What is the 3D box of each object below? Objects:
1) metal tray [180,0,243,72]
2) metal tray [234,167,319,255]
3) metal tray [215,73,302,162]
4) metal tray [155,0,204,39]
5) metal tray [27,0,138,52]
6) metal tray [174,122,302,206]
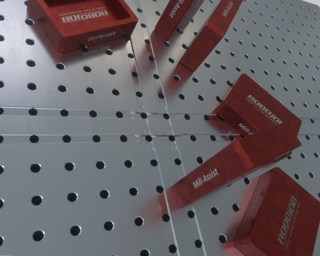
[{"bbox_3d":[0.085,-0.162,0.510,0.030,0.090,0.130,34,51,-6],"label":"metal tray"},{"bbox_3d":[0.162,0.127,0.414,0.090,0.030,0.131,40,51,-1],"label":"metal tray"},{"bbox_3d":[0.162,-0.019,0.502,0.130,0.030,0.090,40,51,-1],"label":"metal tray"},{"bbox_3d":[0.050,-0.212,0.496,0.030,0.129,0.090,41,51,-1],"label":"metal tray"},{"bbox_3d":[-0.108,-0.166,0.447,0.131,0.030,0.090,-28,77,-37],"label":"metal tray"},{"bbox_3d":[0.084,0.044,0.358,0.091,0.129,0.030,-16,70,-34],"label":"metal tray"}]
